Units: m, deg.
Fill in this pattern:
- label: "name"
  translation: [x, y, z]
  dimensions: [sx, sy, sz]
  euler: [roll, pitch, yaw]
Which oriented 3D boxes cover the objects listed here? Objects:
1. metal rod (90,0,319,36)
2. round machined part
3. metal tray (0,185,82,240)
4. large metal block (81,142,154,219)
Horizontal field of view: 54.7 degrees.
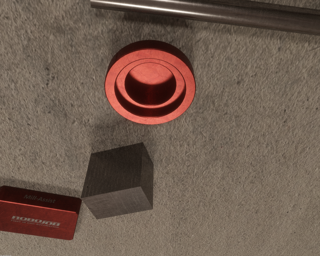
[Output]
- label: "metal rod"
  translation: [0.085, -0.115, 0.310]
  dimensions: [0.302, 0.025, 0.025]
  euler: [5, 130, -5]
- label: "round machined part"
  translation: [-0.011, -0.054, 0.350]
  dimensions: [0.099, 0.042, 0.097]
  euler: [-1, 130, 0]
- label: "metal tray"
  translation: [-0.206, 0.147, 0.526]
  dimensions: [0.131, 0.030, 0.089]
  euler: [13, 129, -11]
- label: "large metal block"
  translation: [-0.055, 0.073, 0.432]
  dimensions: [0.080, 0.080, 0.050]
  euler: [-13, 129, 10]
